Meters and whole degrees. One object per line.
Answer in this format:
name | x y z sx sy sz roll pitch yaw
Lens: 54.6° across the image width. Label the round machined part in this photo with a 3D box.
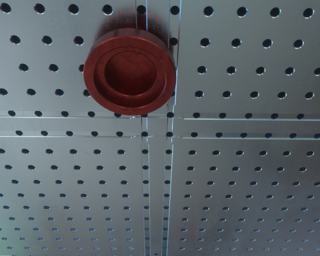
round machined part | -0.032 -0.065 0.345 0.099 0.042 0.097 0 130 0
